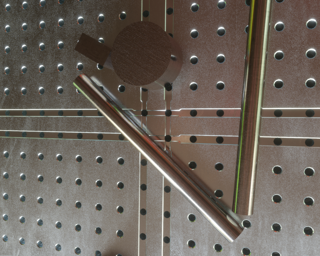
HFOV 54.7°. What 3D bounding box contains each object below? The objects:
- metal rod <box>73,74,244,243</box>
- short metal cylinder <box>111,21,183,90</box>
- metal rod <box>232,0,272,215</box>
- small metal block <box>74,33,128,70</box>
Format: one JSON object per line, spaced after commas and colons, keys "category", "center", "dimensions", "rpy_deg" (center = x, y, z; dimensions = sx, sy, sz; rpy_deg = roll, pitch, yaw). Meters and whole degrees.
{"category": "metal rod", "center": [-0.011, 0.031, 0.415], "dimensions": [0.300, 0.025, 0.025], "rpy_deg": [44, 103, 14]}
{"category": "short metal cylinder", "center": [-0.016, -0.092, 0.404], "dimensions": [0.080, 0.050, 0.079], "rpy_deg": [0, 90, 19]}
{"category": "metal rod", "center": [0.112, -0.046, 0.372], "dimensions": [0.025, 0.025, 0.298], "rpy_deg": [5, 92, 19]}
{"category": "small metal block", "center": [-0.079, -0.103, 0.426], "dimensions": [0.050, 0.050, 0.025], "rpy_deg": [32, 100, 17]}
